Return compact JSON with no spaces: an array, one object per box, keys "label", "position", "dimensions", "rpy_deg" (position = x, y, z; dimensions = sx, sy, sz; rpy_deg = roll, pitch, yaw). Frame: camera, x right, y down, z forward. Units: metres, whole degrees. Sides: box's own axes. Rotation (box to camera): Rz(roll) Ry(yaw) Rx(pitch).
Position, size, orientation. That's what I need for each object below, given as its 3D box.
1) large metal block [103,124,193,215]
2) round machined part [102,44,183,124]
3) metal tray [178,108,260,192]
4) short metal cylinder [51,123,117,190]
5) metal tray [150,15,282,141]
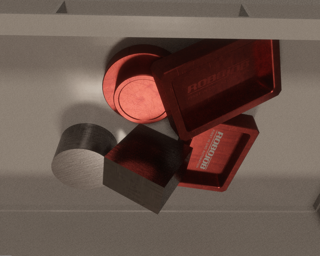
[{"label":"large metal block","position":[-0.015,0.048,0.395],"dimensions":[0.080,0.080,0.050],"rpy_deg":[25,131,16]},{"label":"round machined part","position":[-0.018,-0.043,0.361],"dimensions":[0.099,0.042,0.097],"rpy_deg":[0,130,0]},{"label":"metal tray","position":[0.069,0.034,0.435],"dimensions":[0.091,0.030,0.129],"rpy_deg":[9,130,-9]},{"label":"short metal cylinder","position":[-0.101,0.040,0.425],"dimensions":[0.081,0.050,0.079],"rpy_deg":[0,130,0]},{"label":"metal tray","position":[0.065,-0.052,0.333],"dimensions":[0.131,0.030,0.090],"rpy_deg":[-26,129,-7]}]
